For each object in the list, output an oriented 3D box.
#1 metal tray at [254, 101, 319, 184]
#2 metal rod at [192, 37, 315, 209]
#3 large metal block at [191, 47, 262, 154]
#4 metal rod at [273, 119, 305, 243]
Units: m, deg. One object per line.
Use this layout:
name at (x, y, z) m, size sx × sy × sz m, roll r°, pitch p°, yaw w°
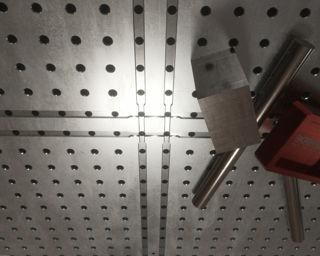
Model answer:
metal tray at (0.201, 0.025, 0.406) m, size 0.131 × 0.030 × 0.089 m, roll 16°, pitch 118°, yaw -26°
metal rod at (0.111, 0.016, 0.427) m, size 0.025 × 0.025 × 0.298 m, roll 14°, pitch 129°, yaw -12°
large metal block at (0.074, -0.031, 0.350) m, size 0.050 × 0.080 × 0.080 m, roll -16°, pitch 129°, yaw 13°
metal rod at (0.213, 0.102, 0.501) m, size 0.025 × 0.025 × 0.299 m, roll -16°, pitch 129°, yaw 12°
